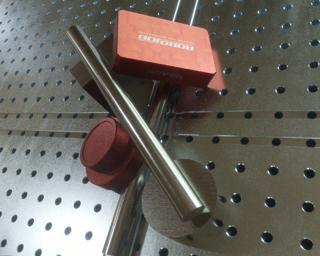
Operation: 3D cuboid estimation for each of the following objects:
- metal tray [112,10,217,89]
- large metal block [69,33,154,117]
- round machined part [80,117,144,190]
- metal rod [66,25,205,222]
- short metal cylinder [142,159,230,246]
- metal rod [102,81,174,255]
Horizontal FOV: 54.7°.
[{"bbox_3d":[0.005,-0.105,0.415,0.131,0.030,0.090,7,55,-16],"label":"metal tray"},{"bbox_3d":[-0.069,-0.075,0.454,0.080,0.080,0.050,-41,51,0],"label":"large metal block"},{"bbox_3d":[-0.063,0.026,0.393,0.098,0.042,0.098,-27,45,31],"label":"round machined part"},{"bbox_3d":[-0.044,-0.027,0.356,0.025,0.025,0.300,-37,59,3],"label":"metal rod"},{"bbox_3d":[0.028,0.079,0.329,0.080,0.050,0.080,-13,56,20],"label":"short metal cylinder"},{"bbox_3d":[-0.014,0.012,0.407,0.025,0.025,0.300,3,63,29],"label":"metal rod"}]
